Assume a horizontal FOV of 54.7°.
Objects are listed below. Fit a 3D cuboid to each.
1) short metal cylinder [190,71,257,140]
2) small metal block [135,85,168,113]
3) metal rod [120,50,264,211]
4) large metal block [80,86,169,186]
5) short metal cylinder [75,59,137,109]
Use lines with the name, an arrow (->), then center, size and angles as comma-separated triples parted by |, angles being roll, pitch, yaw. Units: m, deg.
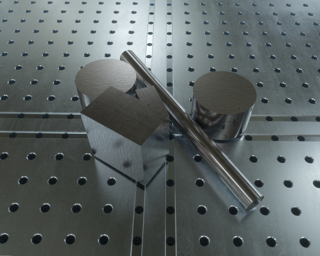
short metal cylinder -> 0.082, -0.031, 0.413 | 0.081, 0.050, 0.080 | 0, 50, 0
small metal block -> -0.011, -0.018, 0.401 | 0.025, 0.050, 0.050 | -17, 52, -13
metal rod -> 0.025, -0.017, 0.417 | 0.025, 0.025, 0.300 | -25, 55, -20
large metal block -> -0.037, 0.010, 0.358 | 0.080, 0.080, 0.050 | 27, 56, 21
short metal cylinder -> -0.072, -0.051, 0.429 | 0.081, 0.050, 0.080 | 0, 50, 0
